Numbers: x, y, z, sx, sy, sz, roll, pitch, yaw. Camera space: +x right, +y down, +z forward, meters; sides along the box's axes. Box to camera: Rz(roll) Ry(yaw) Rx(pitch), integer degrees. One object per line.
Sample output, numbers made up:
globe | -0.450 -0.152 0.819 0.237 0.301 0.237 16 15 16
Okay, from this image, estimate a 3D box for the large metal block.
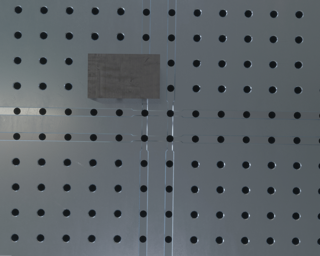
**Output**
large metal block | -0.040 -0.058 0.386 0.080 0.080 0.050 0 90 0
